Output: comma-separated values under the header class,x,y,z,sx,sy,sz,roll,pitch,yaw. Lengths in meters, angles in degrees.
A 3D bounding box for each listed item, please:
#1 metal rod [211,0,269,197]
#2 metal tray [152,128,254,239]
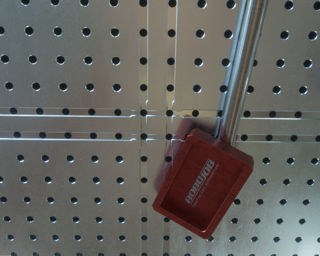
class,x,y,z,sx,sy,sz,roll,pitch,yaw
metal rod,0.098,-0.043,0.398,0.025,0.025,0.298,7,110,-3
metal tray,0.055,0.076,0.419,0.090,0.030,0.129,28,114,9
